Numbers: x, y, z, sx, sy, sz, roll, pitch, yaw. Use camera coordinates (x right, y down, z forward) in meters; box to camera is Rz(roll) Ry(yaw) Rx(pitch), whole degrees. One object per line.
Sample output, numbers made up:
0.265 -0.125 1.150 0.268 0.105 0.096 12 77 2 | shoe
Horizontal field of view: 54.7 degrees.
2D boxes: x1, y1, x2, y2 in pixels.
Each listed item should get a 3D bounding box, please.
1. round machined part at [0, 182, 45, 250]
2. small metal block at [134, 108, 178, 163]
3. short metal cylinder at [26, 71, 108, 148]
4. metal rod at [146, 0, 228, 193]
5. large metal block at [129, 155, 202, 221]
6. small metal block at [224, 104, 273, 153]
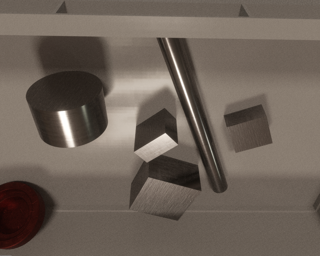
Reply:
-0.226 0.137 0.481 0.099 0.098 0.042 -5 155 3 | round machined part
-0.005 0.009 0.401 0.050 0.050 0.025 -32 124 24 | small metal block
-0.103 -0.023 0.352 0.081 0.080 0.050 -1 130 0 | short metal cylinder
0.046 -0.015 0.397 0.025 0.025 0.299 -15 129 12 | metal rod
0.006 0.090 0.469 0.081 0.050 0.079 17 128 -15 | large metal block
0.118 0.002 0.412 0.050 0.025 0.050 -17 129 13 | small metal block
